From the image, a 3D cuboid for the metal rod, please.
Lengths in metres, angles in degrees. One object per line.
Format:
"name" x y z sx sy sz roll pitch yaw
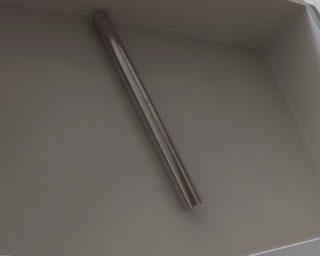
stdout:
"metal rod" -0.023 -0.034 0.414 0.025 0.025 0.299 -15 69 -34
